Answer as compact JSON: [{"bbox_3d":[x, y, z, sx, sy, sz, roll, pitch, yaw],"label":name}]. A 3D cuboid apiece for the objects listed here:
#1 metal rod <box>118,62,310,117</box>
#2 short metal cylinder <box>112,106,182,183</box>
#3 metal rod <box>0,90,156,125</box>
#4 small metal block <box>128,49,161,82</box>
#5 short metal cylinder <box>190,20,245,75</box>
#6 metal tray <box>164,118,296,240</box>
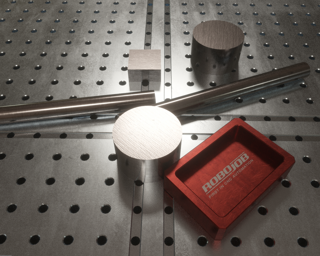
[{"bbox_3d":[0.087,-0.049,0.450,0.302,0.025,0.025,-17,52,-14],"label":"metal rod"},{"bbox_3d":[-0.015,0.019,0.375,0.081,0.050,0.080,0,50,0],"label":"short metal cylinder"},{"bbox_3d":[-0.157,-0.024,0.425,0.302,0.025,0.025,-7,51,-6],"label":"metal rod"},{"bbox_3d":[-0.024,-0.099,0.491,0.050,0.025,0.050,0,50,-1],"label":"small metal block"},{"bbox_3d":[0.091,-0.131,0.503,0.081,0.050,0.080,0,50,0],"label":"short metal cylinder"},{"bbox_3d":[0.080,0.052,0.361,0.131,0.030,0.090,-34,58,-26],"label":"metal tray"}]
